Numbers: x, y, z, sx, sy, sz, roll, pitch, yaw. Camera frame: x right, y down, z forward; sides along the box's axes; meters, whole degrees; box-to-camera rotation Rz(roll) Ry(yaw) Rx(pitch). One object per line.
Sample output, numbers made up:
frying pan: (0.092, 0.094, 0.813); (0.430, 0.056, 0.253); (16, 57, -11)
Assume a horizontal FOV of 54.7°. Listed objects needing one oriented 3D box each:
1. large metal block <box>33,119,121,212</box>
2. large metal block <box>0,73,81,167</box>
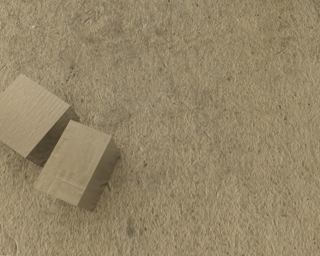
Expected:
large metal block: (-0.090, 0.048, 0.361); (0.050, 0.080, 0.080); (22, 72, 7)
large metal block: (-0.165, -0.009, 0.397); (0.080, 0.050, 0.080); (33, 73, 11)
